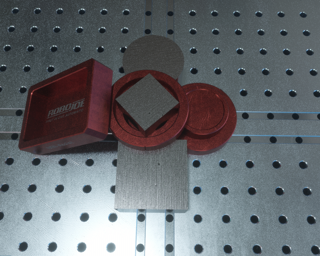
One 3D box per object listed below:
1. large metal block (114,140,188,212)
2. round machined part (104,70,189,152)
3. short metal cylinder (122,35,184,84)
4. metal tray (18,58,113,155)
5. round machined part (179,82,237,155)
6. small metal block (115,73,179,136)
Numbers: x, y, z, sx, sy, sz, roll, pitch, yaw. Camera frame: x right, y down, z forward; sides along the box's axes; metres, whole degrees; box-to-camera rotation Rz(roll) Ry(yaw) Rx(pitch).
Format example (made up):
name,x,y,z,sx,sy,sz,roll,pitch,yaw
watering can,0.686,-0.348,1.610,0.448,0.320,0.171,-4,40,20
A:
name,x,y,z,sx,sy,sz,roll,pitch,yaw
large metal block,-0.009,0.059,0.374,0.080,0.050,0.080,1,70,0
round machined part,-0.016,-0.018,0.378,0.099,0.042,0.098,0,70,0
short metal cylinder,-0.009,-0.079,0.427,0.081,0.050,0.080,0,70,0
metal tray,-0.117,-0.022,0.378,0.130,0.030,0.090,-13,66,34
round machined part,0.052,-0.017,0.408,0.099,0.042,0.098,0,70,0
small metal block,-0.014,-0.026,0.355,0.050,0.025,0.050,-40,75,-13
